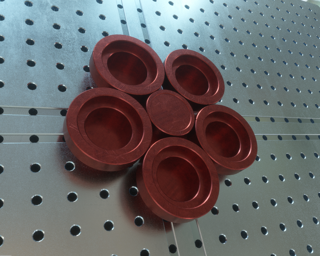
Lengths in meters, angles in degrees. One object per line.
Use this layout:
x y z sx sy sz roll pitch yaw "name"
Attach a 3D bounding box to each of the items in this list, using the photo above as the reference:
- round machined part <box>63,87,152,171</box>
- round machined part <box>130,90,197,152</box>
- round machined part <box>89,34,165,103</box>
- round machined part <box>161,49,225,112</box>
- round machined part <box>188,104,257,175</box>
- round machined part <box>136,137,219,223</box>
-0.062 0.005 0.360 0.099 0.042 0.098 13 56 -21 "round machined part"
0.006 -0.011 0.406 0.099 0.042 0.098 13 56 -21 "round machined part"
-0.047 -0.074 0.417 0.099 0.042 0.098 13 56 -21 "round machined part"
0.043 -0.065 0.459 0.099 0.042 0.098 13 56 -21 "round machined part"
0.081 0.019 0.428 0.099 0.042 0.098 13 56 -21 "round machined part"
0.017 0.063 0.367 0.099 0.042 0.098 13 56 -21 "round machined part"
